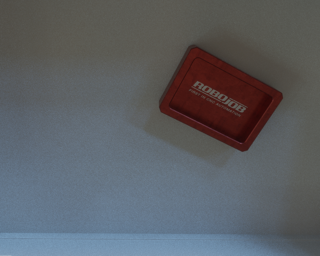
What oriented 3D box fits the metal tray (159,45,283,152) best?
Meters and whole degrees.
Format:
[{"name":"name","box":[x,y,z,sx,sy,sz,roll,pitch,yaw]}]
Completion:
[{"name":"metal tray","box":[0.075,-0.036,0.396,0.131,0.030,0.089,26,108,-10]}]
